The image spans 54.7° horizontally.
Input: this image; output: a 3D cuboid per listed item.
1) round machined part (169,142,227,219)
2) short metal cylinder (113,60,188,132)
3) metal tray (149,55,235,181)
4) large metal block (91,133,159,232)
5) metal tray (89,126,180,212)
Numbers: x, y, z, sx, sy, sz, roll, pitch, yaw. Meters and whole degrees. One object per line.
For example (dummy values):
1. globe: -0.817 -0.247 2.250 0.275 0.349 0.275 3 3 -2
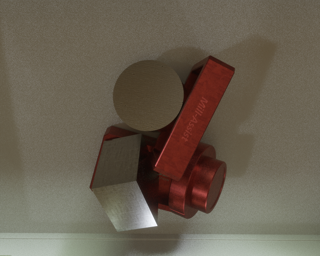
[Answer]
1. round machined part: 0.053 0.069 0.393 0.042 0.099 0.097 17 112 26
2. short metal cylinder: -0.009 -0.035 0.367 0.080 0.050 0.080 -1 87 11
3. metal tray: 0.031 -0.013 0.354 0.030 0.090 0.129 26 92 -6
4. large metal block: -0.037 0.066 0.380 0.050 0.080 0.080 -12 126 10
5. metal tray: -0.021 0.059 0.427 0.131 0.030 0.089 16 109 -6
